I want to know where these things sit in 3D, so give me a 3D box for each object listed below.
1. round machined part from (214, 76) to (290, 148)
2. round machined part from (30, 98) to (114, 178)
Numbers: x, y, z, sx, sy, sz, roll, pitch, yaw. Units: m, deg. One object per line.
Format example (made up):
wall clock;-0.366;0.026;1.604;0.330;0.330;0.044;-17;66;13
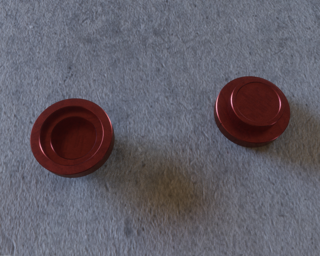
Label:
round machined part;0.124;-0.026;0.410;0.099;0.042;0.098;0;70;-1
round machined part;-0.107;0.015;0.392;0.099;0.042;0.098;0;70;-1
